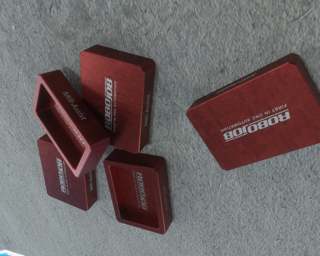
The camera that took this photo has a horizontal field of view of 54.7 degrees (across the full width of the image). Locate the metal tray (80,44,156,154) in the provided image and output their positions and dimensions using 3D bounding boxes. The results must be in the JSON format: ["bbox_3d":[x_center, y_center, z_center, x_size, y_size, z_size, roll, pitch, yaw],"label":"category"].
[{"bbox_3d":[-0.058,-0.036,0.412,0.090,0.030,0.129,18,126,17],"label":"metal tray"}]

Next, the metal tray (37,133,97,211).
[{"bbox_3d":[-0.157,0.075,0.533,0.090,0.030,0.129,17,125,18],"label":"metal tray"}]

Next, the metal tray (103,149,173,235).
[{"bbox_3d":[-0.032,0.100,0.482,0.090,0.030,0.129,8,122,24],"label":"metal tray"}]

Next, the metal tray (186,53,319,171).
[{"bbox_3d":[0.106,-0.011,0.341,0.130,0.030,0.090,-25,105,37],"label":"metal tray"}]

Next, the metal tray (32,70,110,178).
[{"bbox_3d":[-0.129,-0.005,0.435,0.130,0.030,0.089,52,140,14],"label":"metal tray"}]
